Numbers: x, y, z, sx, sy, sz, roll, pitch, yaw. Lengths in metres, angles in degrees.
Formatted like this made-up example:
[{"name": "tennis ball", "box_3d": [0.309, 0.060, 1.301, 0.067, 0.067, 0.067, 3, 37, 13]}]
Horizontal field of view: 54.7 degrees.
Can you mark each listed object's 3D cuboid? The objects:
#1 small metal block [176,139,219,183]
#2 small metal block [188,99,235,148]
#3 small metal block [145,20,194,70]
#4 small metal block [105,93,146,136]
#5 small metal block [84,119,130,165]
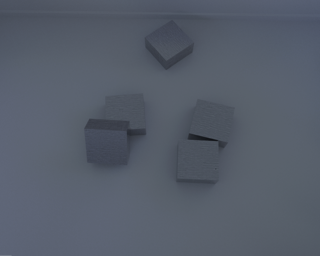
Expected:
[{"name": "small metal block", "box_3d": [0.047, 0.043, 0.394, 0.050, 0.025, 0.050, 3, 70, 1]}, {"name": "small metal block", "box_3d": [0.068, -0.006, 0.412, 0.050, 0.025, 0.050, 14, 71, 5]}, {"name": "small metal block", "box_3d": [0.013, -0.122, 0.454, 0.050, 0.025, 0.050, -36, 74, -12]}, {"name": "small metal block", "box_3d": [-0.046, -0.017, 0.415, 0.050, 0.025, 0.050, -4, 70, -2]}, {"name": "small metal block", "box_3d": [-0.065, 0.018, 0.387, 0.050, 0.050, 0.025, 3, 30, 1]}]
